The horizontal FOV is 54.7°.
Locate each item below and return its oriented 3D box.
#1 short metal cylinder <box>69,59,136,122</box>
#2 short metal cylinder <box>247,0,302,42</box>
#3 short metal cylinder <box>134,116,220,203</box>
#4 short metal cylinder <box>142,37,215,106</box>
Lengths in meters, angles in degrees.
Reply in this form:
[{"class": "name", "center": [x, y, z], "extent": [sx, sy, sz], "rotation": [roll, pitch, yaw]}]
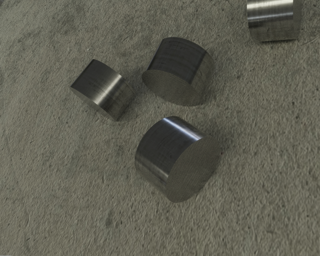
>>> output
[{"class": "short metal cylinder", "center": [-0.081, -0.053, 0.444], "extent": [0.080, 0.080, 0.050], "rotation": [28, 77, 37]}, {"class": "short metal cylinder", "center": [0.144, -0.150, 0.385], "extent": [0.050, 0.080, 0.080], "rotation": [4, 64, 30]}, {"class": "short metal cylinder", "center": [0.020, 0.033, 0.338], "extent": [0.050, 0.080, 0.080], "rotation": [34, 81, 38]}, {"class": "short metal cylinder", "center": [0.024, -0.071, 0.400], "extent": [0.080, 0.080, 0.050], "rotation": [14, 69, 34]}]
